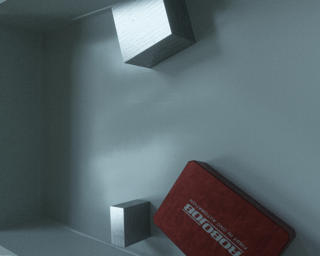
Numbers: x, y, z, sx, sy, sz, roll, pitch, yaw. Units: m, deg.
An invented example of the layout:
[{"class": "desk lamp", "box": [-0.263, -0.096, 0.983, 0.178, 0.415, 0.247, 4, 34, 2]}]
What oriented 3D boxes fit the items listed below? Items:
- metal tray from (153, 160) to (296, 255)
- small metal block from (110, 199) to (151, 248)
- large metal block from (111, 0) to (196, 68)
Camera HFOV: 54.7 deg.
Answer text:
[{"class": "metal tray", "box": [0.064, 0.107, 0.338, 0.130, 0.030, 0.090, 37, 100, 33]}, {"class": "small metal block", "box": [-0.039, 0.128, 0.421, 0.025, 0.050, 0.050, -4, 88, 40]}, {"class": "large metal block", "box": [-0.009, -0.132, 0.396, 0.080, 0.050, 0.080, -21, 77, 38]}]
